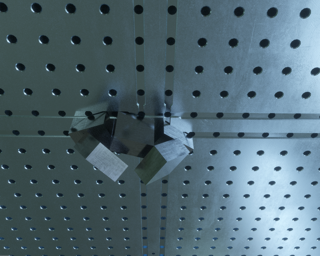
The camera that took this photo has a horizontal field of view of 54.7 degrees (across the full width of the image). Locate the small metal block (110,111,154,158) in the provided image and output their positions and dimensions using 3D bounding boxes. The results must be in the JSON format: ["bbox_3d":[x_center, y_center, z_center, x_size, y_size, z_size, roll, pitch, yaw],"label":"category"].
[{"bbox_3d":[-0.035,0.009,0.402,0.050,0.050,0.025,14,129,-13],"label":"small metal block"}]

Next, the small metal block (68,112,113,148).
[{"bbox_3d":[-0.087,0.011,0.420,0.050,0.025,0.050,-15,129,12],"label":"small metal block"}]

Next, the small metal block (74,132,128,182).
[{"bbox_3d":[-0.075,0.035,0.388,0.025,0.050,0.050,-50,122,-10],"label":"small metal block"}]

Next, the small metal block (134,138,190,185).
[{"bbox_3d":[0.003,0.042,0.396,0.050,0.025,0.050,-15,150,-51],"label":"small metal block"}]

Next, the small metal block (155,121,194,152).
[{"bbox_3d":[0.011,0.025,0.434,0.050,0.025,0.050,29,124,-23],"label":"small metal block"}]
